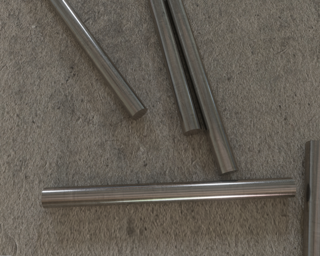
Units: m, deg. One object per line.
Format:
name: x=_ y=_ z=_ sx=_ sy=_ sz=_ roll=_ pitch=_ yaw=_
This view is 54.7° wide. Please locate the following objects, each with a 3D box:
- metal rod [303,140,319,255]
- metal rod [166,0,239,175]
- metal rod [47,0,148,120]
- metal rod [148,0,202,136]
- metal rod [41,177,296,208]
metal rod: x=0.175 y=0.158 z=0.351 sx=0.025 sy=0.025 sz=0.299 roll=10 pitch=70 yaw=3
metal rod: x=0.052 y=-0.080 z=0.437 sx=0.025 sy=0.025 sz=0.299 roll=-13 pitch=71 yaw=-5
metal rod: x=-0.112 y=-0.134 z=0.456 sx=0.025 sy=0.025 sz=0.299 roll=-33 pitch=73 yaw=-11
metal rod: x=0.010 y=-0.131 z=0.455 sx=0.025 sy=0.025 sz=0.299 roll=-12 pitch=70 yaw=-4
metal rod: x=0.012 y=0.079 z=0.379 sx=0.302 sy=0.025 sz=0.025 roll=-2 pitch=70 yaw=-1
